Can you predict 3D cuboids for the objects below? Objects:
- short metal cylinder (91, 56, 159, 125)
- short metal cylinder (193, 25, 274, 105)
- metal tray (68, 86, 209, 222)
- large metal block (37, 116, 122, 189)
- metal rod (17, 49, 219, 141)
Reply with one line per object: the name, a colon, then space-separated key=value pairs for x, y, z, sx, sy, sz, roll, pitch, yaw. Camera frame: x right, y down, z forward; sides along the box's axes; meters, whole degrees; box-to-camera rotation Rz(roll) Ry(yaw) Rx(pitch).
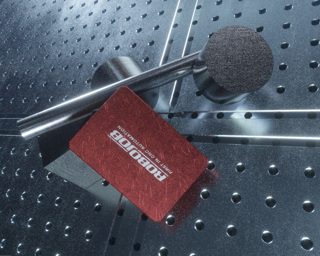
short metal cylinder: x=-0.048 y=-0.051 z=0.428 sx=0.080 sy=0.080 sz=0.050 roll=-37 pitch=51 yaw=3
short metal cylinder: x=0.084 y=-0.072 z=0.366 sx=0.081 sy=0.050 sz=0.080 roll=2 pitch=79 yaw=-9
metal tray: x=-0.023 y=0.028 z=0.347 sx=0.130 sy=0.030 sz=0.090 roll=42 pitch=84 yaw=-3
large metal block: x=-0.096 y=0.026 z=0.405 sx=0.080 sy=0.080 sz=0.050 roll=-34 pitch=52 yaw=5
metal rod: x=-0.021 y=-0.056 z=0.383 sx=0.302 sy=0.025 sz=0.025 roll=-24 pitch=50 yaw=-14
